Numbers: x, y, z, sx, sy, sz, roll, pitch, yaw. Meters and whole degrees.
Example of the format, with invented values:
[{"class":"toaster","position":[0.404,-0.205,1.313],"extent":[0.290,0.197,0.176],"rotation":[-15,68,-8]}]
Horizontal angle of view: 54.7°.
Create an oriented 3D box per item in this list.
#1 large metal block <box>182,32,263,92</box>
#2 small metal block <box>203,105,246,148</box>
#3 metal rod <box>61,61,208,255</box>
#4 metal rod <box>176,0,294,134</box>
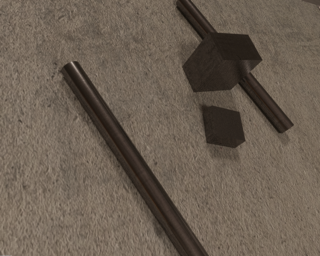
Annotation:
[{"class":"large metal block","position":[0.095,-0.101,0.483],"extent":[0.081,0.080,0.050],"rotation":[-8,66,-32]},{"class":"small metal block","position":[0.094,-0.001,0.457],"extent":[0.050,0.025,0.050],"rotation":[11,57,-23]},{"class":"metal rod","position":[-0.028,0.045,0.362],"extent":[0.025,0.025,0.299],"rotation":[-27,77,-37]},{"class":"metal rod","position":[0.127,-0.117,0.546],"extent":[0.025,0.025,0.299],"rotation":[-29,78,-38]}]
